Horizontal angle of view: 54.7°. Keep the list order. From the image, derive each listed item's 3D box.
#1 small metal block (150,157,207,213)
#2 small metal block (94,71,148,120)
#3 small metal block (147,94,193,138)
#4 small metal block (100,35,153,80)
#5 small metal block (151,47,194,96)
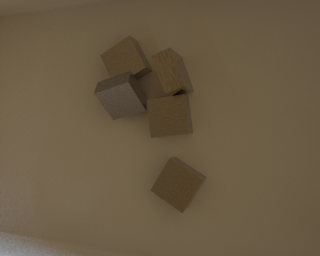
[{"bbox_3d":[0.024,0.072,0.401,0.050,0.025,0.050,33,100,16],"label":"small metal block"},{"bbox_3d":[-0.051,-0.042,0.412,0.050,0.050,0.025,-15,41,19],"label":"small metal block"},{"bbox_3d":[0.013,-0.015,0.405,0.050,0.025,0.050,-7,88,19],"label":"small metal block"},{"bbox_3d":[-0.046,-0.089,0.426,0.050,0.025,0.050,-29,81,17],"label":"small metal block"},{"bbox_3d":[0.017,-0.068,0.390,0.025,0.050,0.050,-21,83,18],"label":"small metal block"}]
